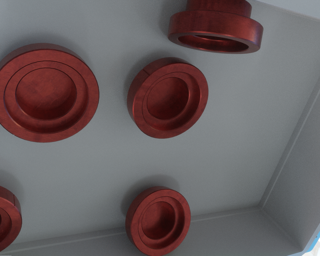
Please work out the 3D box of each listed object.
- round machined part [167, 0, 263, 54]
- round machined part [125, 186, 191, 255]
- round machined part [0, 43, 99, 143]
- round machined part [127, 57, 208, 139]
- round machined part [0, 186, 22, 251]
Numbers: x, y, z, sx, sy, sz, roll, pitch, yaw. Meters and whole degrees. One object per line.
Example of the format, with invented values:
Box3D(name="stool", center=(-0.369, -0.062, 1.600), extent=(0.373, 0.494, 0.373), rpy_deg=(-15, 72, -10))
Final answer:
Box3D(name="round machined part", center=(0.060, -0.110, 0.330), extent=(0.099, 0.098, 0.042), rpy_deg=(6, 96, -31))
Box3D(name="round machined part", center=(-0.006, 0.135, 0.462), extent=(0.099, 0.042, 0.097), rpy_deg=(-2, 94, -29))
Box3D(name="round machined part", center=(-0.115, -0.037, 0.312), extent=(0.099, 0.042, 0.097), rpy_deg=(-14, 124, -21))
Box3D(name="round machined part", center=(0.006, -0.039, 0.376), extent=(0.099, 0.042, 0.097), rpy_deg=(-14, 124, -21))
Box3D(name="round machined part", center=(-0.209, 0.099, 0.345), extent=(0.099, 0.042, 0.097), rpy_deg=(-14, 124, -21))
